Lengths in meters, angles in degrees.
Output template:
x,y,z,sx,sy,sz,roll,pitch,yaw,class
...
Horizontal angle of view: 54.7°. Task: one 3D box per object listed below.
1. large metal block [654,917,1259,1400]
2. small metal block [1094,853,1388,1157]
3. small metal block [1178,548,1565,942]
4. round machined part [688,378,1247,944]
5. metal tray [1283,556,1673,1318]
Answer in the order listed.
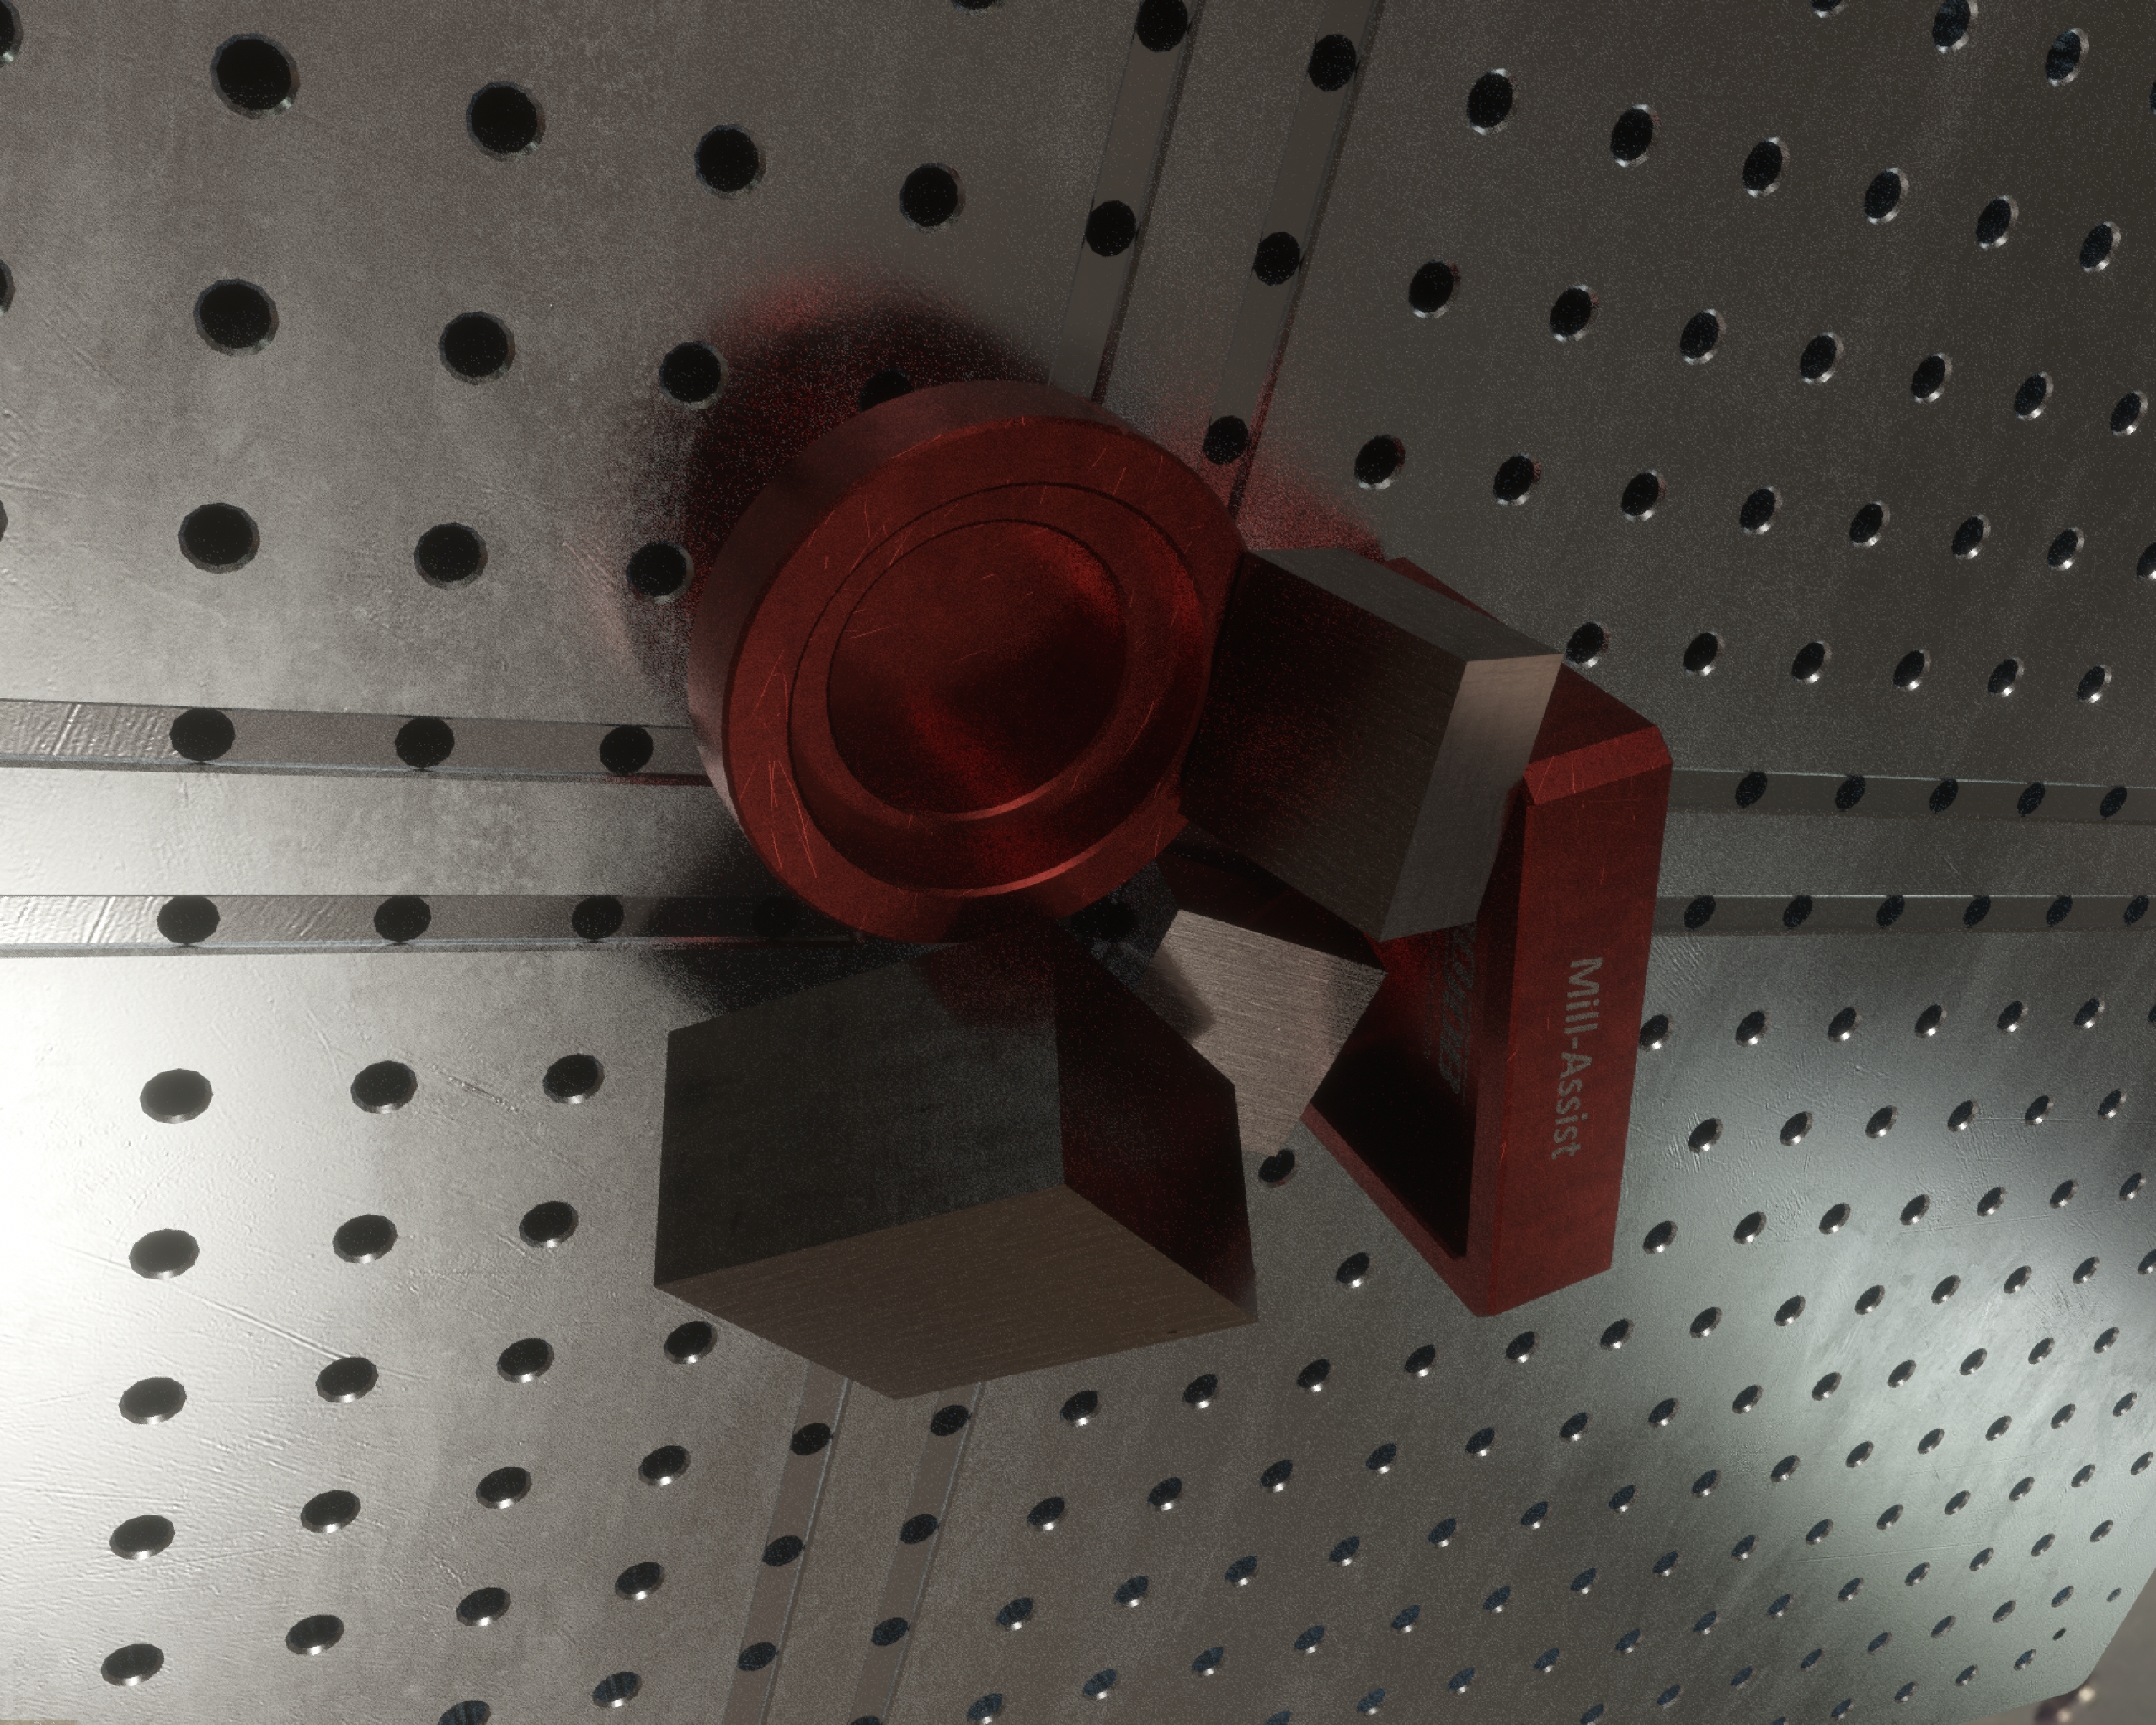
x,y,z,sx,sy,sz,roll,pitch,yaw,class
-0.021,0.059,0.392,0.080,0.050,0.080,-17,146,21,large metal block
0.029,0.030,0.441,0.050,0.025,0.050,17,114,-24,small metal block
0.049,-0.021,0.357,0.025,0.050,0.050,-9,122,-41,small metal block
-0.021,-0.038,0.366,0.099,0.042,0.097,-14,125,-21,round machined part
0.073,0.015,0.420,0.030,0.090,0.129,-17,125,-19,metal tray
